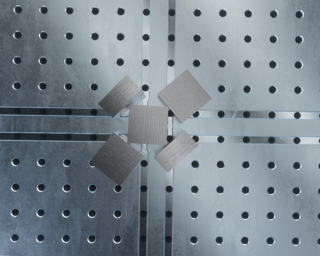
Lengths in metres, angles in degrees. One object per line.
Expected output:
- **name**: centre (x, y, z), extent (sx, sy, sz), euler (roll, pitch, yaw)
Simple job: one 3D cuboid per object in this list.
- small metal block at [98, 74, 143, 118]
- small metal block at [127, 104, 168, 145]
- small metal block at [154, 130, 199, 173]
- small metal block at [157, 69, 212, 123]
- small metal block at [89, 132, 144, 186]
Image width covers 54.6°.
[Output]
- **small metal block**: centre (-0.049, -0.039, 0.400), extent (0.025, 0.050, 0.050), euler (44, 91, -1)
- **small metal block**: centre (-0.015, -0.004, 0.413), extent (0.050, 0.025, 0.050), euler (4, 89, 1)
- **small metal block**: centre (0.020, 0.028, 0.401), extent (0.050, 0.050, 0.025), euler (-42, 90, 0)
- **small metal block**: centre (0.032, -0.041, 0.413), extent (0.050, 0.025, 0.050), euler (-40, 90, 0)
- **small metal block**: centre (-0.056, 0.040, 0.413), extent (0.050, 0.025, 0.050), euler (38, 89, -1)
